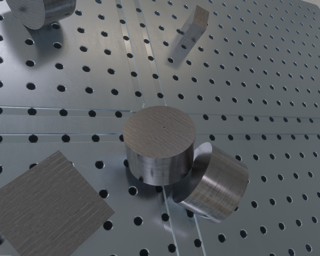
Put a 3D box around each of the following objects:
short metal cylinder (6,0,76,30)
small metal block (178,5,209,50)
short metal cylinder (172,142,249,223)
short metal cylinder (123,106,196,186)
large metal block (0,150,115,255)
[{"bbox_3d":[-0.155,-0.173,0.395,0.080,0.080,0.050,45,51,2],"label":"short metal cylinder"},{"bbox_3d":[0.057,-0.170,0.527,0.025,0.050,0.050,24,53,-14],"label":"small metal block"},{"bbox_3d":[0.058,0.064,0.365,0.050,0.080,0.080,31,52,-10],"label":"short metal cylinder"},{"bbox_3d":[0.000,0.019,0.359,0.080,0.050,0.080,-1,46,1],"label":"short metal cylinder"},{"bbox_3d":[-0.104,0.081,0.286,0.080,0.050,0.080,47,51,5],"label":"large metal block"}]
